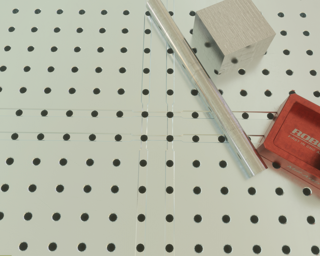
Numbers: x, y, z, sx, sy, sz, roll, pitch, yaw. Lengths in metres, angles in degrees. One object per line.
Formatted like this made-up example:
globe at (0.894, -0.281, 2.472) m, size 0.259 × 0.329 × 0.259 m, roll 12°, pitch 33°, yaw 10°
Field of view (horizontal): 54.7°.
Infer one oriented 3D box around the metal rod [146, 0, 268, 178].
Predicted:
metal rod at (0.058, -0.068, 0.436) m, size 0.025 × 0.025 × 0.299 m, roll -26°, pitch 72°, yaw -9°

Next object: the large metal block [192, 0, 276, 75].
large metal block at (0.104, -0.137, 0.449) m, size 0.080 × 0.050 × 0.080 m, roll -25°, pitch 72°, yaw -9°

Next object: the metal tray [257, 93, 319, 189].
metal tray at (0.206, 0.024, 0.401) m, size 0.130 × 0.030 × 0.090 m, roll 31°, pitch 73°, yaw 10°
